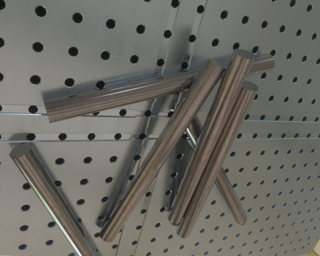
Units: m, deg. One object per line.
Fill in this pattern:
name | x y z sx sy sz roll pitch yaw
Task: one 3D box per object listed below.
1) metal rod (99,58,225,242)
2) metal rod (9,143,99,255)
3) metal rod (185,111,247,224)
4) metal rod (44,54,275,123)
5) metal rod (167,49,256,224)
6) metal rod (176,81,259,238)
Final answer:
metal rod | -0.007 0.043 0.414 0.025 0.025 0.298 16 116 -35
metal rod | -0.122 0.141 0.430 0.025 0.025 0.299 -25 128 -13
metal rod | 0.096 0.078 0.510 0.025 0.025 0.300 -36 129 -4
metal rod | 0.015 -0.055 0.384 0.302 0.025 0.025 -15 125 -20
metal rod | 0.059 0.034 0.428 0.025 0.025 0.298 -5 131 -26
metal rod | 0.074 0.066 0.461 0.025 0.025 0.298 -4 130 -26
